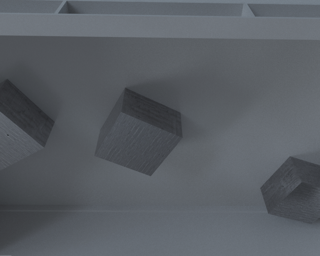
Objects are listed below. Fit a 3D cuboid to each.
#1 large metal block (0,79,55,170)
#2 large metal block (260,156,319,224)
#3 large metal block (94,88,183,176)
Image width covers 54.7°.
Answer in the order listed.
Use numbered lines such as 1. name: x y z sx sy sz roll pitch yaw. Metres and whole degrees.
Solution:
1. large metal block: -0.197 -0.002 0.389 0.080 0.050 0.080 -25 126 20
2. large metal block: 0.217 0.098 0.478 0.081 0.050 0.079 16 128 -14
3. large metal block: -0.028 0.007 0.398 0.080 0.050 0.080 23 126 -19
